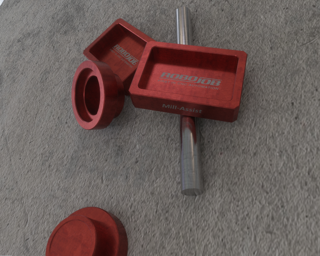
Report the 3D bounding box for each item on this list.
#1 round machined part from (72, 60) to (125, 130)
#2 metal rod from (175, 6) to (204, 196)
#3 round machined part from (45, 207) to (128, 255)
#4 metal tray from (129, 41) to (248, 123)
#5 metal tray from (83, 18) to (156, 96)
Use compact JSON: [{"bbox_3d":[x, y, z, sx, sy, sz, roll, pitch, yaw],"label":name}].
[{"bbox_3d":[-0.087,-0.047,0.447,0.098,0.042,0.097,4,96,49],"label":"round machined part"},{"bbox_3d":[0.036,-0.057,0.419,0.025,0.025,0.299,-13,56,21],"label":"metal rod"},{"bbox_3d":[-0.090,0.139,0.355,0.098,0.042,0.098,-13,56,21],"label":"round machined part"},{"bbox_3d":[0.037,-0.061,0.388,0.131,0.030,0.090,10,60,12],"label":"metal tray"},{"bbox_3d":[-0.060,-0.119,0.504,0.090,0.030,0.130,-44,51,-3],"label":"metal tray"}]
